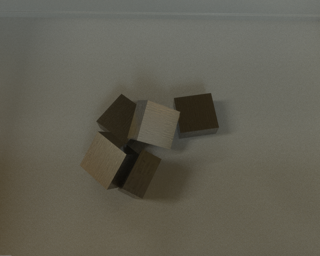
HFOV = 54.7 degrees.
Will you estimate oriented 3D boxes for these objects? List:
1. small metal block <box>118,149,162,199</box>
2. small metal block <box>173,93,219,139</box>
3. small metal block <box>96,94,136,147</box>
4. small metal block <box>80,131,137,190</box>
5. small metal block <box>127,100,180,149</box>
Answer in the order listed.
[{"bbox_3d":[-0.026,0.057,0.373,0.025,0.050,0.050,29,72,-6],"label":"small metal block"},{"bbox_3d":[0.047,-0.016,0.416,0.050,0.025,0.050,-8,70,-3],"label":"small metal block"},{"bbox_3d":[-0.047,-0.009,0.412,0.050,0.025,0.050,36,74,12],"label":"small metal block"},{"bbox_3d":[-0.063,0.039,0.378,0.050,0.025,0.050,35,103,25],"label":"small metal block"},{"bbox_3d":[-0.007,-0.004,0.391,0.050,0.025,0.050,18,85,-33],"label":"small metal block"}]
